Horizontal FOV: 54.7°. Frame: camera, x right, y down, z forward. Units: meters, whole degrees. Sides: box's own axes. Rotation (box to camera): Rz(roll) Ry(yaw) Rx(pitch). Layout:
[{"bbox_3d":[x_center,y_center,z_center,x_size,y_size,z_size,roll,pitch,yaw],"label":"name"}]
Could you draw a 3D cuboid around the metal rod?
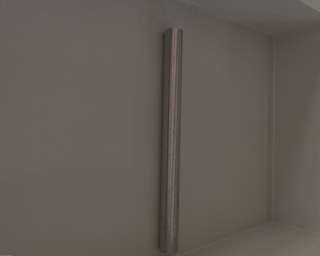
[{"bbox_3d":[0.015,0.016,0.421,0.025,0.025,0.298,2,89,-40],"label":"metal rod"}]
